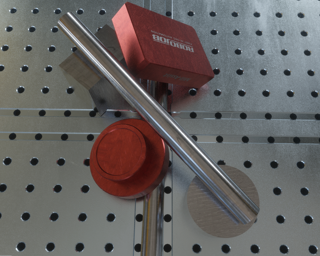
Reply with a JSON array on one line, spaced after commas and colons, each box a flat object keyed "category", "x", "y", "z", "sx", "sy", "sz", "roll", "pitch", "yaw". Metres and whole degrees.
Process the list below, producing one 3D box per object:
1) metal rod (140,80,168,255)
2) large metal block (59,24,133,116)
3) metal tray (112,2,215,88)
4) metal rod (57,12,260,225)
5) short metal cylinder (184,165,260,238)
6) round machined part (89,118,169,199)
[{"category": "metal rod", "x": -0.004, "y": 0.015, "z": 0.406, "sx": 0.025, "sy": 0.025, "sz": 0.299, "roll": 2, "pitch": 70, "yaw": 0}, {"category": "large metal block", "x": -0.075, "y": -0.073, "z": 0.409, "sx": 0.050, "sy": 0.080, "sz": 0.080, "roll": 40, "pitch": 75, "yaw": 13}, {"category": "metal tray", "x": 0.008, "y": -0.104, "z": 0.405, "sx": 0.131, "sy": 0.030, "sz": 0.090, "roll": 1, "pitch": 62, "yaw": -45}, {"category": "metal rod", "x": -0.007, "y": -0.016, "z": 0.342, "sx": 0.025, "sy": 0.025, "sz": 0.300, "roll": -42, "pitch": 83, "yaw": -14}, {"category": "short metal cylinder", "x": 0.070, "y": 0.088, "z": 0.367, "sx": 0.081, "sy": 0.050, "sz": 0.080, "roll": 0, "pitch": 70, "yaw": 0}, {"category": "round machined part", "x": -0.041, "y": 0.033, "z": 0.373, "sx": 0.098, "sy": 0.042, "sz": 0.098, "roll": -6, "pitch": 69, "yaw": 16}]
